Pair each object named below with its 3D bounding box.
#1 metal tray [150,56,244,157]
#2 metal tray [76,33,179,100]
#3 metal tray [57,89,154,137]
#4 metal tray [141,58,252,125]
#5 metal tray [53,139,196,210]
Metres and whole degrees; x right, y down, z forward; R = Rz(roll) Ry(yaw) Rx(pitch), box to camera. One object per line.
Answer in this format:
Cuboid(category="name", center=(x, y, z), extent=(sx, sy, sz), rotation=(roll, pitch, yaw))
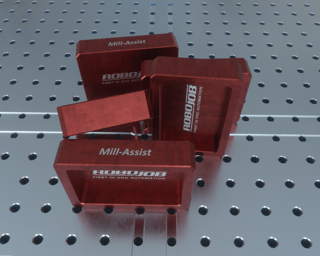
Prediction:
Cuboid(category="metal tray", center=(0.037, -0.018, 0.355), extent=(0.090, 0.129, 0.030), rotation=(4, 50, 4))
Cuboid(category="metal tray", center=(-0.042, -0.081, 0.433), extent=(0.131, 0.090, 0.030), rotation=(-6, 51, -5))
Cuboid(category="metal tray", center=(-0.064, -0.017, 0.364), extent=(0.091, 0.130, 0.030), rotation=(-13, 95, -10))
Cuboid(category="metal tray", center=(0.043, -0.045, 0.403), extent=(0.131, 0.090, 0.030), rotation=(-2, 50, -2))
Cuboid(category="metal tray", center=(-0.032, 0.051, 0.322), extent=(0.131, 0.090, 0.030), rotation=(1, 50, 1))
